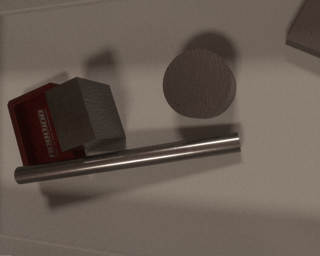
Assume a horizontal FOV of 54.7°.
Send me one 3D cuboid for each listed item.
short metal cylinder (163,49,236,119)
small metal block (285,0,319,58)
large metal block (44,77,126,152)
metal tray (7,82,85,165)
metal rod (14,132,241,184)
[{"bbox_3d":[0.050,-0.051,0.379,0.080,0.050,0.079,0,90,19],"label":"short metal cylinder"},{"bbox_3d":[0.178,-0.110,0.348,0.050,0.025,0.050,29,99,17],"label":"small metal block"},{"bbox_3d":[-0.097,-0.016,0.414,0.050,0.080,0.080,-21,83,18],"label":"large metal block"},{"bbox_3d":[-0.170,0.008,0.466,0.090,0.030,0.129,-19,84,18],"label":"metal tray"},{"bbox_3d":[-0.050,0.042,0.405,0.301,0.025,0.025,-10,87,11],"label":"metal rod"}]
